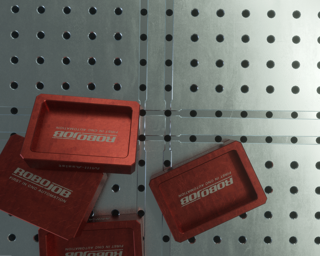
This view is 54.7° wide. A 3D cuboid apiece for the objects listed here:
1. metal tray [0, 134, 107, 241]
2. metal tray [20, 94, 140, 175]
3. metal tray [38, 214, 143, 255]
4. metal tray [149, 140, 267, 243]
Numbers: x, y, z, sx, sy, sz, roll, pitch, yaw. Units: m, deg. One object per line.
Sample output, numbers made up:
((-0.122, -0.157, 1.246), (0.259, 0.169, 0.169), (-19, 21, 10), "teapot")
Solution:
((-0.145, 0.073, 0.392), (0.131, 0.030, 0.090), (22, 76, 6), "metal tray")
((-0.093, 0.007, 0.386), (0.131, 0.030, 0.090), (4, 61, -4), "metal tray")
((-0.088, 0.166, 0.409), (0.131, 0.030, 0.089), (-3, 90, -1), "metal tray")
((0.062, 0.082, 0.411), (0.131, 0.030, 0.090), (-25, 90, -1), "metal tray")
